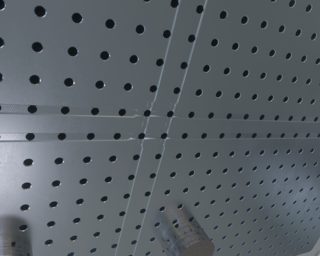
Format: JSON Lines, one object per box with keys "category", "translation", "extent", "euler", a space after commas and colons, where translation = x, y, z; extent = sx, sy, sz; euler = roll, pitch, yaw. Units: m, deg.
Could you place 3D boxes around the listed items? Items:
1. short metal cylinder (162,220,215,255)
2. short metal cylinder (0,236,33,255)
{"category": "short metal cylinder", "translation": [0.050, 0.212, 0.554], "extent": [0.081, 0.050, 0.079], "euler": [-14, 124, -21]}
{"category": "short metal cylinder", "translation": [-0.205, 0.187, 0.399], "extent": [0.081, 0.050, 0.079], "euler": [-14, 124, -21]}
